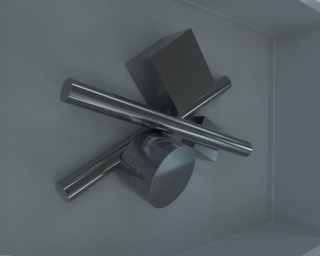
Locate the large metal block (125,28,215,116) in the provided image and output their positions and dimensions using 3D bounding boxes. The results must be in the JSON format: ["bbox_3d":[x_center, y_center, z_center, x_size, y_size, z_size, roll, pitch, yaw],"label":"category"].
[{"bbox_3d":[0.016,-0.071,0.403,0.080,0.050,0.080,-43,117,-31],"label":"large metal block"}]

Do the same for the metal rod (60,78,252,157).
[{"bbox_3d":[0.022,-0.002,0.392,0.302,0.025,0.025,17,79,-39],"label":"metal rod"}]

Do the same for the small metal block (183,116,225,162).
[{"bbox_3d":[0.064,0.016,0.459,0.050,0.025,0.050,33,69,-35],"label":"small metal block"}]

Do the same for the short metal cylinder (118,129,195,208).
[{"bbox_3d":[-0.003,0.048,0.370,0.081,0.050,0.079,-31,134,-38],"label":"short metal cylinder"}]

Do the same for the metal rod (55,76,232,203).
[{"bbox_3d":[0.001,-0.002,0.407,0.302,0.025,0.025,-34,112,-35],"label":"metal rod"}]
